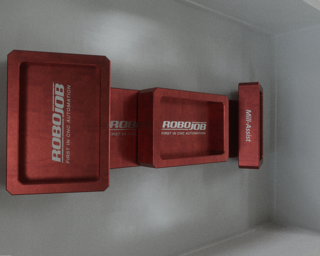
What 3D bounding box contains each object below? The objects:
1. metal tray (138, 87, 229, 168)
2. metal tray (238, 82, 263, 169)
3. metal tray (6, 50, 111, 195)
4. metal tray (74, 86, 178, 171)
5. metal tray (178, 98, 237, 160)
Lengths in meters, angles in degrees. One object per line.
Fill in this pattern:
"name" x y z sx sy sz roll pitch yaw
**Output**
"metal tray" 0.034 0.000 0.390 0.131 0.030 0.089 1 89 -40
"metal tray" 0.148 -0.004 0.500 0.090 0.030 0.129 0 90 -68
"metal tray" -0.095 -0.005 0.298 0.091 0.030 0.129 1 90 -15
"metal tray" -0.036 0.000 0.373 0.131 0.030 0.089 0 90 -40
"metal tray" 0.065 0.001 0.456 0.131 0.030 0.089 0 90 -40
